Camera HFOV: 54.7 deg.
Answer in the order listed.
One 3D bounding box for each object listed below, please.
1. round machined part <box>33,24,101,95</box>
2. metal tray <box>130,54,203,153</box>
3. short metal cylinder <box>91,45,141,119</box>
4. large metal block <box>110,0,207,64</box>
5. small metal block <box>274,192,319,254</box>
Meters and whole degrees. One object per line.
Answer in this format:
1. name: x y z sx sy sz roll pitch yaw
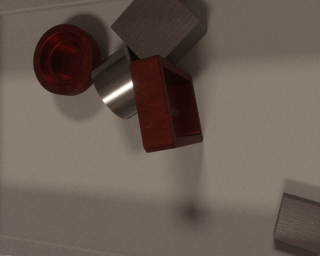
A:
1. round machined part: -0.128 -0.095 0.445 0.098 0.042 0.097 0 90 19
2. metal tray: 0.013 -0.023 0.349 0.030 0.130 0.089 -11 87 19
3. short metal cylinder: -0.041 -0.058 0.395 0.050 0.080 0.080 -30 81 18
4. large metal block: -0.001 -0.125 0.395 0.080 0.050 0.080 -44 79 14
5. small metal block: 0.162 0.107 0.354 0.050 0.025 0.050 14 95 19
